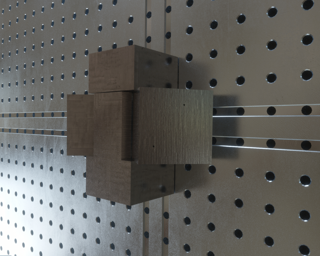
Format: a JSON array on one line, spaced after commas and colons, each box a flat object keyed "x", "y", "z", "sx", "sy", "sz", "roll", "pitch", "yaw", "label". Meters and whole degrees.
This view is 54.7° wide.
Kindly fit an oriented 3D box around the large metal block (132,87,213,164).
[{"x": 0.012, "y": -0.002, "z": 0.351, "sx": 0.050, "sy": 0.081, "sz": 0.079, "roll": -177, "pitch": 88, "yaw": -77, "label": "large metal block"}]

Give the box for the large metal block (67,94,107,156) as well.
[{"x": -0.095, "y": -0.005, "z": 0.441, "sx": 0.050, "sy": 0.080, "sz": 0.079, "roll": 0, "pitch": 91, "yaw": 0, "label": "large metal block"}]

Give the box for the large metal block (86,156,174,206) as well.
[{"x": -0.038, "y": 0.061, "z": 0.401, "sx": 0.080, "sy": 0.081, "sz": 0.050, "roll": 2, "pitch": 91, "yaw": 39, "label": "large metal block"}]

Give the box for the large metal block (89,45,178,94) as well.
[{"x": -0.034, "y": -0.068, "z": 0.398, "sx": 0.080, "sy": 0.081, "sz": 0.050, "roll": 2, "pitch": 91, "yaw": 39, "label": "large metal block"}]

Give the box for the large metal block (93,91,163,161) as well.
[{"x": -0.037, "y": -0.003, "z": 0.401, "sx": 0.050, "sy": 0.081, "sz": 0.079, "roll": 1, "pitch": 91, "yaw": 40, "label": "large metal block"}]
